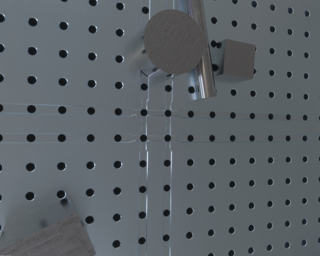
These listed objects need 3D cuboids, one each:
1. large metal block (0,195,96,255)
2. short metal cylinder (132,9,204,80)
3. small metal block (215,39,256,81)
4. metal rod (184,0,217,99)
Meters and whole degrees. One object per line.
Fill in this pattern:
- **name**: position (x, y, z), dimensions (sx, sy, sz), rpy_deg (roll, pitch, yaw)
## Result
- **large metal block**: position (-0.123, 0.122, 0.338), dimensions (0.081, 0.080, 0.050), rpy_deg (-25, 99, -18)
- **short metal cylinder**: position (0.010, -0.106, 0.403), dimensions (0.081, 0.050, 0.079), rpy_deg (0, 90, -20)
- **small metal block**: position (0.110, -0.098, 0.453), dimensions (0.050, 0.025, 0.050), rpy_deg (5, 88, -20)
- **metal rod**: position (0.044, -0.190, 0.428), dimensions (0.025, 0.025, 0.298), rpy_deg (-10, 94, -20)
